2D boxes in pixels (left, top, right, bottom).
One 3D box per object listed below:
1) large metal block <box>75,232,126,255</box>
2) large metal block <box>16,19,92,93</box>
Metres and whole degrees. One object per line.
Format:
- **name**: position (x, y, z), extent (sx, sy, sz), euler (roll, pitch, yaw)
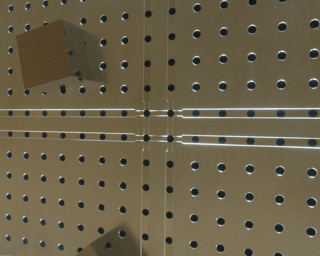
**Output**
- **large metal block**: position (-0.088, 0.208, 0.431), extent (0.080, 0.050, 0.080), euler (-42, 77, 15)
- **large metal block**: position (-0.155, -0.102, 0.455), extent (0.080, 0.050, 0.080), euler (-12, 86, 19)
